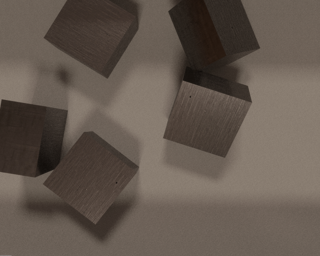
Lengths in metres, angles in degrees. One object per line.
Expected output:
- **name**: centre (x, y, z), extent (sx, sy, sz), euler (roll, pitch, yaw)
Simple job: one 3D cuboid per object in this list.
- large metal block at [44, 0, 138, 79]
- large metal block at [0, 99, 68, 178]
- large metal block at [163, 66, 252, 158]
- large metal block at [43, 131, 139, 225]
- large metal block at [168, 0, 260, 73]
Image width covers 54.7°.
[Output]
- **large metal block**: centre (-0.085, -0.122, 0.398), extent (0.080, 0.050, 0.080), euler (32, 90, -1)
- **large metal block**: centre (-0.157, 0.011, 0.382), extent (0.050, 0.080, 0.080), euler (9, 90, 0)
- **large metal block**: centre (0.057, -0.020, 0.383), extent (0.080, 0.050, 0.079), euler (18, 121, -1)
- **large metal block**: centre (-0.085, 0.060, 0.398), extent (0.080, 0.050, 0.080), euler (38, 90, -1)
- **large metal block**: centre (0.068, -0.120, 0.379), extent (0.081, 0.050, 0.080), euler (-22, 90, -43)
